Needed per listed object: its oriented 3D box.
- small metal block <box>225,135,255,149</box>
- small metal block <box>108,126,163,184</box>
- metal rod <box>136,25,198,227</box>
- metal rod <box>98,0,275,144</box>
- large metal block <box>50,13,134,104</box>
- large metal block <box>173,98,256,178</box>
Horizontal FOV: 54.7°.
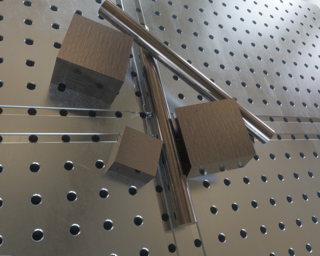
[{"bbox_3d":[0.111,0.017,0.457,0.050,0.025,0.050,18,55,-18],"label":"small metal block"},{"bbox_3d":[-0.028,0.032,0.373,0.050,0.025,0.050,23,53,-14],"label":"small metal block"},{"bbox_3d":[0.001,-0.020,0.420,0.025,0.025,0.299,1,61,-28],"label":"metal rod"},{"bbox_3d":[0.040,-0.078,0.443,0.301,0.025,0.025,38,51,-3],"label":"metal rod"},{"bbox_3d":[-0.086,-0.089,0.400,0.081,0.050,0.080,19,55,-18],"label":"large metal block"},{"bbox_3d":[0.066,0.013,0.402,0.081,0.050,0.080,-10,65,-8],"label":"large metal block"}]
